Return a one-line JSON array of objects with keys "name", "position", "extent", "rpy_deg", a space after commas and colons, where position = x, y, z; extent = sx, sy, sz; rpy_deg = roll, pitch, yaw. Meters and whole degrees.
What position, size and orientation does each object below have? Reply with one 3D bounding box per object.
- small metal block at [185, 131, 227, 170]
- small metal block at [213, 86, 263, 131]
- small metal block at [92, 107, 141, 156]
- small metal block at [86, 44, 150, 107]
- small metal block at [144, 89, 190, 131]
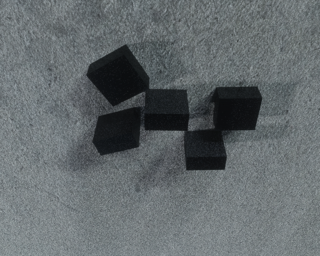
[{"name": "small metal block", "position": [0.059, 0.030, 0.417], "extent": [0.050, 0.050, 0.025], "rpy_deg": [-1, 130, 0]}, {"name": "small metal block", "position": [0.095, -0.024, 0.388], "extent": [0.050, 0.025, 0.050], "rpy_deg": [-1, 130, 0]}, {"name": "small metal block", "position": [-0.053, 0.004, 0.393], "extent": [0.050, 0.050, 0.025], "rpy_deg": [-13, 129, 11]}, {"name": "small metal block", "position": [-0.047, -0.059, 0.356], "extent": [0.050, 0.025, 0.050], "rpy_deg": [-24, 126, 19]}, {"name": "small metal block", "position": [0.007, -0.022, 0.372], "extent": [0.050, 0.050, 0.025], "rpy_deg": [1, 130, -1]}]
